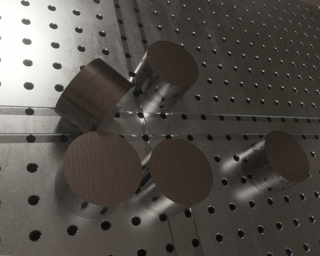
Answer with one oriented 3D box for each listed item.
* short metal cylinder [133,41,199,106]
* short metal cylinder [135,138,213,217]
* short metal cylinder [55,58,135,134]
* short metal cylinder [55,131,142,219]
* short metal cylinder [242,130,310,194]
[{"bbox_3d":[0.008,-0.078,0.446,0.081,0.050,0.080,14,56,-21],"label":"short metal cylinder"},{"bbox_3d":[0.015,0.059,0.366,0.081,0.050,0.080,14,56,-21],"label":"short metal cylinder"},{"bbox_3d":[-0.073,-0.032,0.355,0.050,0.080,0.080,39,51,-3],"label":"short metal cylinder"},{"bbox_3d":[-0.065,0.050,0.327,0.081,0.050,0.080,14,56,-21],"label":"short metal cylinder"},{"bbox_3d":[0.169,0.050,0.455,0.081,0.050,0.080,14,56,-21],"label":"short metal cylinder"}]
